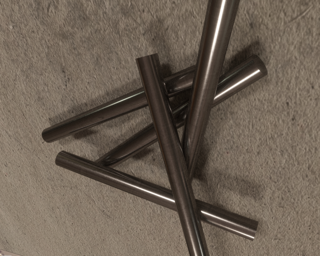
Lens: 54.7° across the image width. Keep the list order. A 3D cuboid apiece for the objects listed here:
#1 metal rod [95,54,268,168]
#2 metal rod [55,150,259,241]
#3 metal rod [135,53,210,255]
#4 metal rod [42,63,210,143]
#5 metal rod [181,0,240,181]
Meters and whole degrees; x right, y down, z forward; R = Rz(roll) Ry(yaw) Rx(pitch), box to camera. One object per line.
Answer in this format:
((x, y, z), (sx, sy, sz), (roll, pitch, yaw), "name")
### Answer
((0.002, 0.000, 0.404), (0.299, 0.025, 0.025), (-33, 100, 38), "metal rod")
((-0.017, 0.088, 0.434), (0.301, 0.025, 0.025), (17, 125, 18), "metal rod")
((0.023, 0.061, 0.375), (0.025, 0.025, 0.298), (-7, 106, 31), "metal rod")
((-0.064, -0.025, 0.423), (0.300, 0.025, 0.025), (-18, 109, 34), "metal rod")
((0.041, -0.012, 0.344), (0.025, 0.025, 0.298), (22, 137, 15), "metal rod")
